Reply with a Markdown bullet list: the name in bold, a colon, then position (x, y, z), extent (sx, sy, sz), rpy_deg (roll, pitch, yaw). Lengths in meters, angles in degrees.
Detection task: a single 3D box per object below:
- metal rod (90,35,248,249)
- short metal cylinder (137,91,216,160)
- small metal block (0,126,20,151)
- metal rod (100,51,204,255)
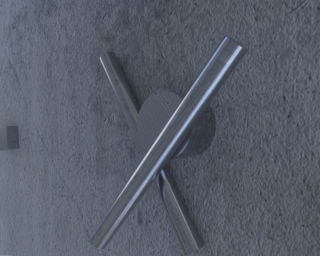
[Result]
- **metal rod**: position (-0.005, 0.035, 0.344), extent (0.025, 0.025, 0.298), rpy_deg (48, 119, 29)
- **short metal cylinder**: position (0.019, -0.003, 0.373), extent (0.080, 0.050, 0.079), rpy_deg (0, 90, 40)
- **small metal block**: position (-0.336, 0.023, 0.682), extent (0.050, 0.025, 0.050), rpy_deg (-10, 84, 39)
- **metal rod**: position (-0.019, 0.020, 0.420), extent (0.025, 0.025, 0.299), rpy_deg (-39, 67, 33)
